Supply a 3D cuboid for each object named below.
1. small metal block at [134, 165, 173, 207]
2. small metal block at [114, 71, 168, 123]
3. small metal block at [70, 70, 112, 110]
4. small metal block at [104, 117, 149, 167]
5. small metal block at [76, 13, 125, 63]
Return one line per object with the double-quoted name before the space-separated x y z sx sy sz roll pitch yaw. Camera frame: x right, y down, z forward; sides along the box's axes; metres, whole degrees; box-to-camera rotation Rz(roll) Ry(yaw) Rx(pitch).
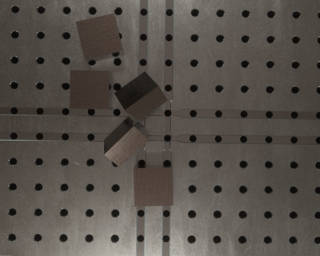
"small metal block" -0.009 0.076 0.413 0.050 0.025 0.050 -1 90 -1
"small metal block" -0.025 -0.040 0.398 0.050 0.050 0.025 -36 128 -1
"small metal block" -0.091 -0.050 0.412 0.050 0.025 0.050 1 90 -1
"small metal block" -0.044 0.015 0.395 0.050 0.050 0.025 -44 110 6
"small metal block" -0.079 -0.119 0.412 0.050 0.025 0.050 -13 90 -1
